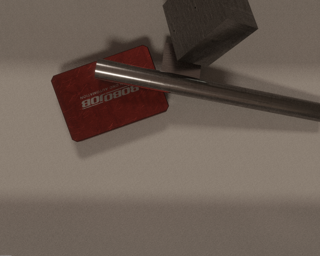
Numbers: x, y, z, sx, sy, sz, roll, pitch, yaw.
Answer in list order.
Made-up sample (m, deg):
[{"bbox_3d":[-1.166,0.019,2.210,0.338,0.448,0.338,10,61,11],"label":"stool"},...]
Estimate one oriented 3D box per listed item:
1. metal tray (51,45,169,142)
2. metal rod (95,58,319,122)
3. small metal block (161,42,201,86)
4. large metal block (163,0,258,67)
[{"bbox_3d":[-0.064,-0.044,0.408,0.131,0.030,0.090,-19,90,-1],"label":"metal tray"},{"bbox_3d":[0.072,-0.045,0.391,0.302,0.025,0.025,10,90,-9],"label":"metal rod"},{"bbox_3d":[0.028,-0.083,0.412,0.050,0.025,0.050,7,90,-1],"label":"small metal block"},{"bbox_3d":[0.054,-0.129,0.359,0.050,0.080,0.080,1,68,-37],"label":"large metal block"}]
